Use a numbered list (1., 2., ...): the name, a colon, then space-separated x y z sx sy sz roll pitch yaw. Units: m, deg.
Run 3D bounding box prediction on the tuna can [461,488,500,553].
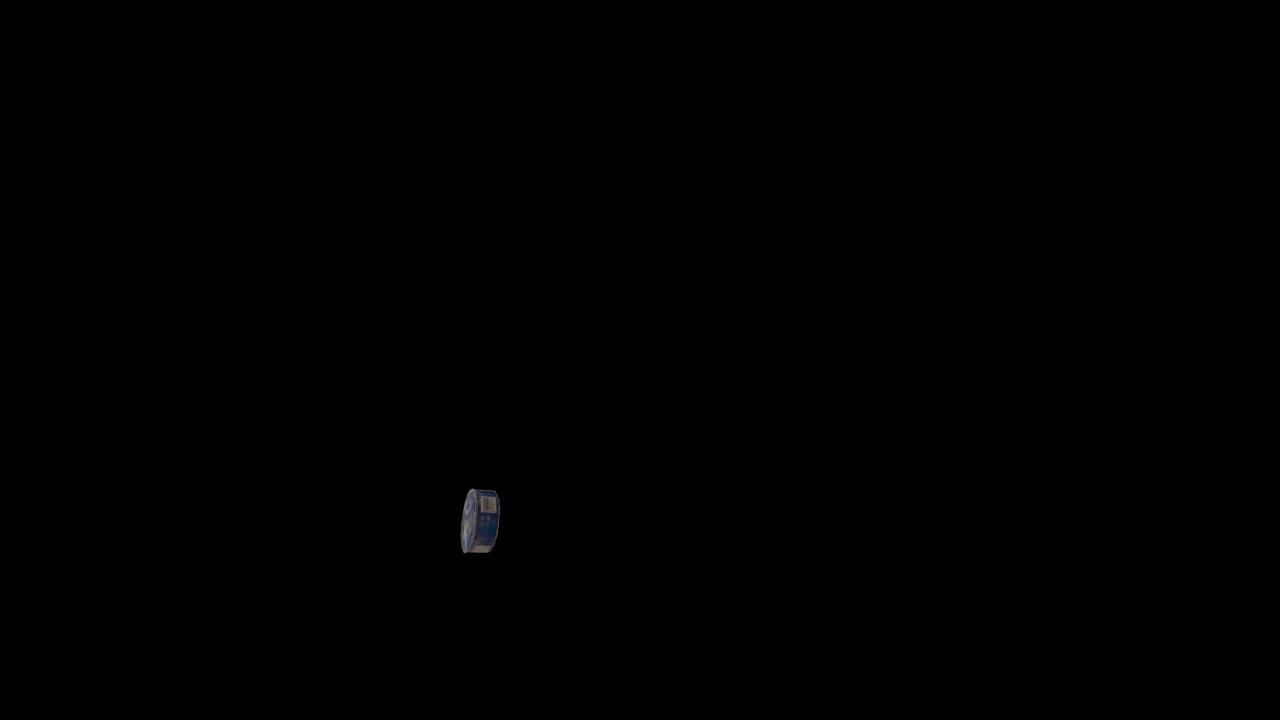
1. tuna can: -0.216 0.217 0.832 0.034 0.084 0.084 9 -4 -25
